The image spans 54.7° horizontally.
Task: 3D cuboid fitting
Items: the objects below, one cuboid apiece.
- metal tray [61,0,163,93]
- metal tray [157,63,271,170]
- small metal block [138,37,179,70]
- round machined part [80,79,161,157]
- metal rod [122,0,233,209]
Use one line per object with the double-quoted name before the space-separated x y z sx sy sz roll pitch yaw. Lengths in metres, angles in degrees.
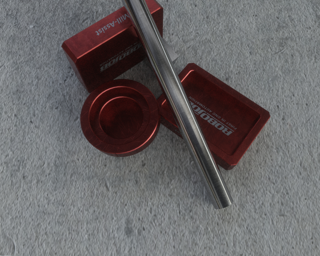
"metal tray" -0.056 -0.110 0.414 0.131 0.090 0.030 -36 74 -12
"metal tray" 0.066 -0.017 0.414 0.130 0.030 0.090 36 74 12
"small metal block" -0.005 -0.101 0.428 0.025 0.050 0.050 -42 90 -11
"round machined part" -0.048 -0.010 0.400 0.099 0.042 0.098 -2 73 5
"metal rod" 0.017 -0.043 0.369 0.025 0.025 0.299 -25 94 -9
